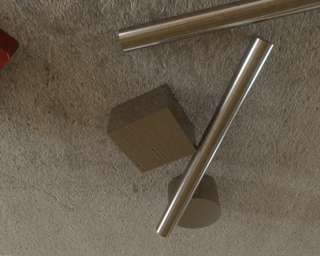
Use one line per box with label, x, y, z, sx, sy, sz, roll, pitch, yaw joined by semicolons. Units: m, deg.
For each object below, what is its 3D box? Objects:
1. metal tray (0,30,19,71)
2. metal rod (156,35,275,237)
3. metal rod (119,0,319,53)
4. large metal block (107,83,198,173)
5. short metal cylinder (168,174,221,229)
metal tray;-0.231;-0.073;0.337;0.130;0.030;0.090;-36;122;26
metal rod;0.059;0.029;0.395;0.025;0.025;0.298;16;117;-14
metal rod;0.107;-0.120;0.306;0.301;0.025;0.025;-11;130;8
large metal block;-0.008;0.002;0.393;0.080;0.050;0.080;-23;127;18
short metal cylinder;0.053;0.115;0.490;0.081;0.050;0.079;0;130;0
